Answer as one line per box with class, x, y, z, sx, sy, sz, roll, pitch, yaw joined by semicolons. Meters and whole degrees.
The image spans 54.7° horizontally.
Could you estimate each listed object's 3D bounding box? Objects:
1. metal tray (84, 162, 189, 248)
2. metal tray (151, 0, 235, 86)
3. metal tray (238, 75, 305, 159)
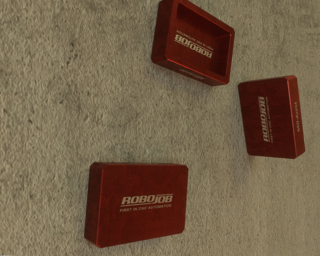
metal tray;-0.024;0.089;0.382;0.131;0.030;0.089;6;86;-40
metal tray;0.052;-0.120;0.444;0.131;0.030;0.090;13;82;-39
metal tray;0.184;-0.017;0.516;0.030;0.090;0.129;-18;101;-39
